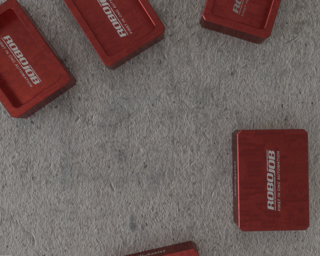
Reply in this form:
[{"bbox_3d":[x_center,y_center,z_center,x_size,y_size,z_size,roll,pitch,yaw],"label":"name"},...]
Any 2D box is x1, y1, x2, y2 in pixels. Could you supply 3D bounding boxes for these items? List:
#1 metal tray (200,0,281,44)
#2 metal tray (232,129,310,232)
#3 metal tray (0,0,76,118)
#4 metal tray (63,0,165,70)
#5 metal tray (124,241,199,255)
[{"bbox_3d":[0.115,-0.187,0.407,0.090,0.030,0.129,17,90,0],"label":"metal tray"},{"bbox_3d":[0.145,0.067,0.409,0.091,0.030,0.129,-1,90,0],"label":"metal tray"},{"bbox_3d":[-0.185,-0.088,0.405,0.090,0.030,0.130,-35,90,0],"label":"metal tray"},{"bbox_3d":[-0.064,-0.154,0.406,0.090,0.030,0.130,-32,90,0],"label":"metal tray"},{"bbox_3d":[-0.006,0.210,0.407,0.131,0.030,0.089,-13,90,0],"label":"metal tray"}]
